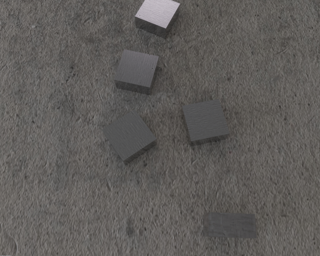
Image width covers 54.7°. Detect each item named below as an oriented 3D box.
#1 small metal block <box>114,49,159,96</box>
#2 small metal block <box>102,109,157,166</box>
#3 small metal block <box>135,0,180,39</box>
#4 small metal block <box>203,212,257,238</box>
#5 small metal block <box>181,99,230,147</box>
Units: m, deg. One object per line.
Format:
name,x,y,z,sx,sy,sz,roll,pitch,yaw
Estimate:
small metal block,-0.032,-0.078,0.436,0.050,0.025,0.050,13,70,4
small metal block,-0.039,0.012,0.403,0.050,0.025,0.050,-33,74,-12
small metal block,-0.003,-0.171,0.470,0.050,0.025,0.050,24,72,8
small metal block,0.077,0.112,0.354,0.050,0.050,0.025,2,70,1
small metal block,0.059,-0.007,0.411,0.050,0.025,0.050,-11,70,-4
